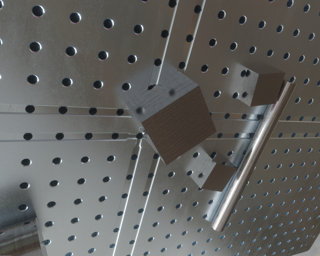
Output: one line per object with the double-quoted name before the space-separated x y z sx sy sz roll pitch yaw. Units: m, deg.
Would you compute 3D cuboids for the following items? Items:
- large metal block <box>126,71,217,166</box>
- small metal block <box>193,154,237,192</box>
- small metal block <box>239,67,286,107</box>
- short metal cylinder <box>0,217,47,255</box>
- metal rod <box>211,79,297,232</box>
"large metal block" 0.016 -0.013 0.398 0.080 0.050 0.080 -34 129 -7
"small metal block" 0.091 0.075 0.510 0.050 0.025 0.050 16 110 -35
"small metal block" 0.151 -0.062 0.458 0.050 0.025 0.050 -8 122 -25
"short metal cylinder" -0.169 0.157 0.381 0.050 0.080 0.079 -14 125 -21
"metal rod" 0.154 0.058 0.534 0.025 0.025 0.298 5 116 -31
